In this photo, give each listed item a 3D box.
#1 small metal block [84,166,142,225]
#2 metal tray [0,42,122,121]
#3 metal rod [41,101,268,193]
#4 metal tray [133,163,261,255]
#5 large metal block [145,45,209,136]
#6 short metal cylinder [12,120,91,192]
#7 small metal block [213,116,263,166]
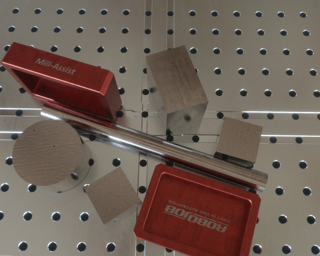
[{"bbox_3d":[-0.057,0.084,0.381,0.050,0.025,0.050,-31,73,-11],"label":"small metal block"},{"bbox_3d":[-0.119,-0.056,0.395,0.131,0.090,0.030,18,71,6],"label":"metal tray"},{"bbox_3d":[-0.012,0.022,0.403,0.301,0.025,0.025,18,71,6],"label":"metal rod"},{"bbox_3d":[0.044,0.105,0.370,0.131,0.030,0.090,17,71,6],"label":"metal tray"},{"bbox_3d":[0.019,-0.045,0.400,0.050,0.080,0.080,-17,71,-6],"label":"large metal block"},{"bbox_3d":[-0.131,0.036,0.383,0.081,0.050,0.080,0,70,0],"label":"short metal cylinder"},{"bbox_3d":[0.102,0.018,0.405,0.050,0.025,0.050,16,71,5],"label":"small metal block"}]
